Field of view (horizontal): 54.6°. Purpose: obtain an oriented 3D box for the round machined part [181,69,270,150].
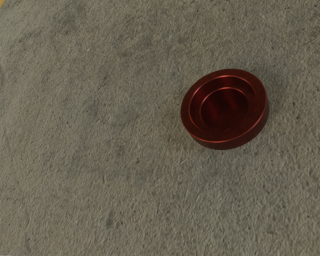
[{"bbox_3d":[0.078,-0.018,0.364,0.098,0.042,0.098,-13,56,21],"label":"round machined part"}]
